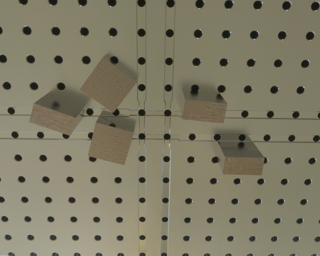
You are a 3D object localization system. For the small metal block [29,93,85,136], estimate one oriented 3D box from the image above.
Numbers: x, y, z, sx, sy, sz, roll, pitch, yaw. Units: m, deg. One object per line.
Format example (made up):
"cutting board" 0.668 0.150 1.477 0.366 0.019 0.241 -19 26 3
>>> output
"small metal block" -0.128 -0.018 0.392 0.050 0.050 0.025 20 109 -8

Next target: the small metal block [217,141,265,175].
"small metal block" 0.106 0.040 0.416 0.050 0.050 0.025 2 110 -1

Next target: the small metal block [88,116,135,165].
"small metal block" -0.065 0.017 0.419 0.050 0.025 0.050 15 109 -6

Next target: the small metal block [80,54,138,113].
"small metal block" -0.064 -0.056 0.392 0.050 0.025 0.050 36 106 -13

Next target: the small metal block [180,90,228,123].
"small metal block" 0.053 -0.028 0.390 0.050 0.050 0.025 6 110 -3
